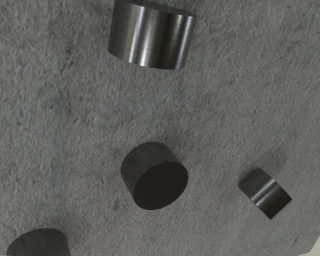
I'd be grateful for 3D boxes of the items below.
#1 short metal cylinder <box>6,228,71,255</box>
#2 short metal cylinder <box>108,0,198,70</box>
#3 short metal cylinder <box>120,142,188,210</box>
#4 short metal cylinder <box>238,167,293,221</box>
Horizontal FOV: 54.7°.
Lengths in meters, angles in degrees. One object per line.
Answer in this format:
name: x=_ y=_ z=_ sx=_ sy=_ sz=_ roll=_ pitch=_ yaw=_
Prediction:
short metal cylinder: x=-0.161 y=0.183 z=0.417 sx=0.081 sy=0.050 sz=0.079 roll=-14 pitch=125 yaw=-21
short metal cylinder: x=-0.008 y=-0.096 z=0.309 sx=0.081 sy=0.080 sz=0.050 roll=-1 pitch=119 yaw=-28
short metal cylinder: x=-0.008 y=0.066 z=0.429 sx=0.081 sy=0.050 sz=0.079 roll=-14 pitch=125 yaw=-21
short metal cylinder: x=0.184 y=0.116 z=0.547 sx=0.050 sy=0.080 sz=0.080 roll=-44 pitch=130 yaw=2
